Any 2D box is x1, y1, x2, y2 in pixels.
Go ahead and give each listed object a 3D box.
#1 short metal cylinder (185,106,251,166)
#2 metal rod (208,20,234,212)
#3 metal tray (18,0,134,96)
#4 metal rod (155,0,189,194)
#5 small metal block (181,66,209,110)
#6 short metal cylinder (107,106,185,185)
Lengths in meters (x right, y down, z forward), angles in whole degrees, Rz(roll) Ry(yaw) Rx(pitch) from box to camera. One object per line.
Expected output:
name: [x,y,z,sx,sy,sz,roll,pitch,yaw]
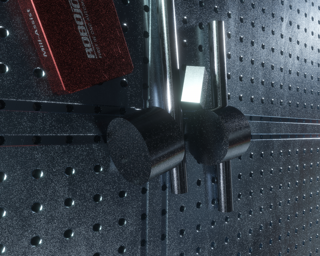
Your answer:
short metal cylinder: [0.082,0.010,0.444,0.050,0.080,0.079,-11,97,-40]
metal rod: [0.097,-0.016,0.492,0.025,0.025,0.298,-7,94,-40]
metal tray: [-0.089,-0.110,0.332,0.091,0.030,0.129,-27,107,-37]
metal rod: [0.016,-0.059,0.423,0.025,0.025,0.298,-8,95,-40]
small metal block: [0.051,-0.055,0.439,0.050,0.025,0.050,32,66,-72]
short metal cylinder: [-0.018,0.020,0.360,0.050,0.080,0.079,-22,104,-38]
